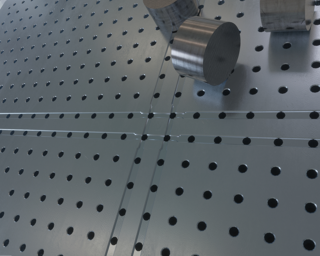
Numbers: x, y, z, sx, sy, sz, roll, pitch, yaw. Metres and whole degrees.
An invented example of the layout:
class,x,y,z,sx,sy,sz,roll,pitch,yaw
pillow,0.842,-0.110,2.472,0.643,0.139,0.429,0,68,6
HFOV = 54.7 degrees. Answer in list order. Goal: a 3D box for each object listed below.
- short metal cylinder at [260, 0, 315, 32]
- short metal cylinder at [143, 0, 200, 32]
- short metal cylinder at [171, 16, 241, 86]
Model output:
class,x,y,z,sx,sy,sz,roll,pitch,yaw
short metal cylinder,0.162,-0.162,0.388,0.050,0.080,0.080,8,66,32
short metal cylinder,0.019,-0.206,0.509,0.080,0.050,0.080,-13,56,21
short metal cylinder,0.061,-0.100,0.403,0.050,0.080,0.080,27,76,37
